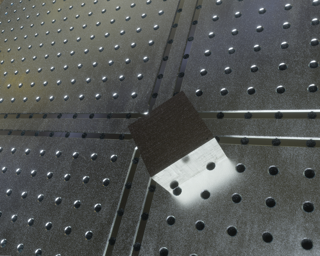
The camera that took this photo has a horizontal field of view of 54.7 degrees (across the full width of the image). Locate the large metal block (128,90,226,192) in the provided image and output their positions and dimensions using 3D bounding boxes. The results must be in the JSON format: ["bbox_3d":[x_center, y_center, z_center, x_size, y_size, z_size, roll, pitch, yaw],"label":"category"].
[{"bbox_3d":[0.019,0.016,0.372,0.080,0.050,0.080,-33,52,6],"label":"large metal block"}]
